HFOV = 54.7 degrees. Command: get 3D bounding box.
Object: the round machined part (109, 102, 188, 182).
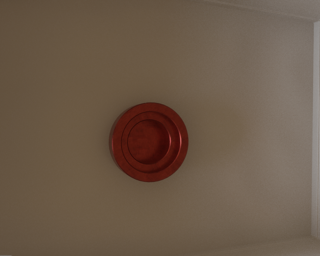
[{"bbox_3d":[-0.017,0.017,0.396,0.099,0.042,0.097,0,90,-21],"label":"round machined part"}]
